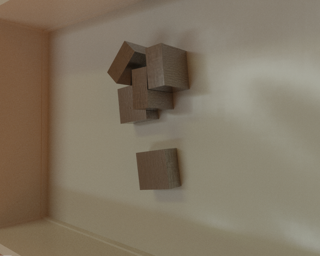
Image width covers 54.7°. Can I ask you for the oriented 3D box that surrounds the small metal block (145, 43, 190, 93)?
[{"bbox_3d":[0.010,-0.072,0.382,0.025,0.050,0.050,-8,85,40],"label":"small metal block"}]

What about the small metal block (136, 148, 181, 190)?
[{"bbox_3d":[-0.002,0.054,0.409,0.050,0.025,0.050,-11,83,39],"label":"small metal block"}]

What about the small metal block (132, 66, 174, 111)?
[{"bbox_3d":[-0.009,-0.049,0.398,0.025,0.050,0.050,-3,88,40],"label":"small metal block"}]

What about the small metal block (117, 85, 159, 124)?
[{"bbox_3d":[-0.031,-0.034,0.433,0.050,0.025,0.050,-9,84,39],"label":"small metal block"}]

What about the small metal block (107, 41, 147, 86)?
[{"bbox_3d":[-0.035,-0.085,0.420,0.025,0.050,0.050,50,119,28],"label":"small metal block"}]
